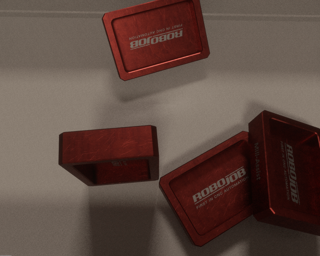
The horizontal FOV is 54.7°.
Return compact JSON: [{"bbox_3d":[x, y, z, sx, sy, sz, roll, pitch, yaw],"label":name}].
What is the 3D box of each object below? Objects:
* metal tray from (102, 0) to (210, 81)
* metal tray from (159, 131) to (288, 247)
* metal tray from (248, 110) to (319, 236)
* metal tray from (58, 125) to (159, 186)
[{"bbox_3d":[-0.004,-0.126,0.427,0.131,0.030,0.089,-17,109,-7],"label":"metal tray"},{"bbox_3d":[0.075,0.073,0.381,0.131,0.030,0.090,-28,73,-10],"label":"metal tray"},{"bbox_3d":[0.153,0.049,0.361,0.091,0.030,0.130,17,55,-13],"label":"metal tray"},{"bbox_3d":[-0.047,0.036,0.340,0.091,0.130,0.030,-5,71,-2],"label":"metal tray"}]
